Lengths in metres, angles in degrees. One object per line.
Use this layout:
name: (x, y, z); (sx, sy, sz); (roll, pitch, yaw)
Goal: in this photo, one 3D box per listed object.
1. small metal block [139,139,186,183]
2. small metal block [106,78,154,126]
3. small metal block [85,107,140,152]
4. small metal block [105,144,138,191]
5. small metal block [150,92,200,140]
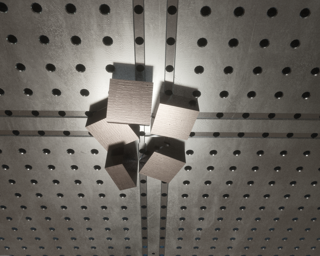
small metal block: (0.003, 0.050, 0.454); (0.050, 0.025, 0.050); (22, 127, -18)
small metal block: (-0.035, -0.030, 0.368); (0.050, 0.025, 0.050); (5, 86, -5)
small metal block: (-0.061, -0.001, 0.410); (0.050, 0.025, 0.050); (-22, 127, 17)
small metal block: (-0.053, 0.051, 0.438); (0.025, 0.050, 0.050); (-15, 129, 12)
small metal block: (0.018, -0.015, 0.400); (0.050, 0.025, 0.050); (11, 129, -10)
